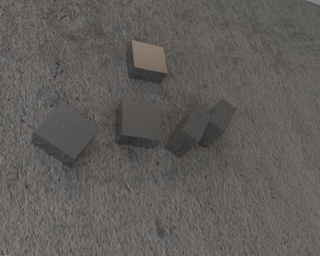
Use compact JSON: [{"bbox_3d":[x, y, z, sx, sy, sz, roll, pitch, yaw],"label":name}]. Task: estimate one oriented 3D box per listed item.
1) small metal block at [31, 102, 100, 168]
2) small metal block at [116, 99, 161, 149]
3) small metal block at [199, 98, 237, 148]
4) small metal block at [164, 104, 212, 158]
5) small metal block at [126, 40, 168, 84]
[{"bbox_3d":[-0.104,0.007,0.343,0.050,0.025,0.050,35,51,-5],"label":"small metal block"},{"bbox_3d":[-0.028,-0.004,0.391,0.050,0.025,0.050,11,57,-23],"label":"small metal block"},{"bbox_3d":[0.074,-0.006,0.431,0.025,0.050,0.050,38,51,-3],"label":"small metal block"},{"bbox_3d":[0.037,0.005,0.404,0.025,0.050,0.050,36,51,-5],"label":"small metal block"},{"bbox_3d":[-0.020,-0.096,0.451,0.050,0.025,0.050,6,59,-25],"label":"small metal block"}]
